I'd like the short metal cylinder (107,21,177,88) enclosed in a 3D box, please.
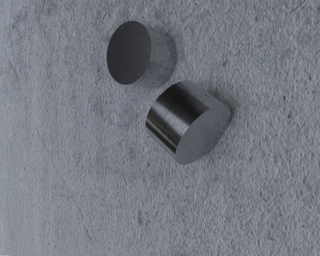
[{"bbox_3d":[-0.025,-0.095,0.409,0.080,0.050,0.080,0,90,40],"label":"short metal cylinder"}]

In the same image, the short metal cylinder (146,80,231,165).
[{"bbox_3d":[0.031,-0.006,0.343,0.050,0.081,0.080,43,116,31],"label":"short metal cylinder"}]
